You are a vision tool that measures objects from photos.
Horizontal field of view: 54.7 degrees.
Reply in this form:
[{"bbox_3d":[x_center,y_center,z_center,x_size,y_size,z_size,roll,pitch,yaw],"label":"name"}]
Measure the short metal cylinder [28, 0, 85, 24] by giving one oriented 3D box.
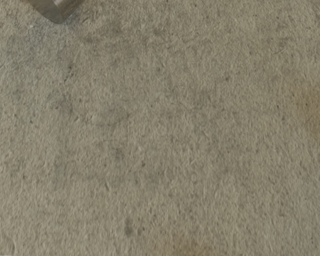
[{"bbox_3d":[-0.157,-0.200,0.450,0.080,0.080,0.050,33,73,11],"label":"short metal cylinder"}]
